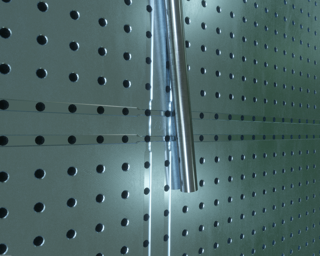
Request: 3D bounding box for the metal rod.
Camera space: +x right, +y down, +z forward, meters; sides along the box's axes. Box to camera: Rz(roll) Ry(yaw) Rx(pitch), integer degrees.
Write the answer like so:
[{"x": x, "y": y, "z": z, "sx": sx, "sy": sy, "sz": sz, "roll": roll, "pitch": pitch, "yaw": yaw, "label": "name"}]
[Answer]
[{"x": 0.028, "y": -0.060, "z": 0.430, "sx": 0.025, "sy": 0.025, "sz": 0.298, "roll": -9, "pitch": 96, "yaw": -40, "label": "metal rod"}]
